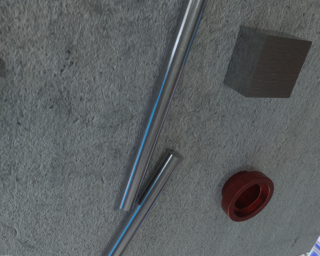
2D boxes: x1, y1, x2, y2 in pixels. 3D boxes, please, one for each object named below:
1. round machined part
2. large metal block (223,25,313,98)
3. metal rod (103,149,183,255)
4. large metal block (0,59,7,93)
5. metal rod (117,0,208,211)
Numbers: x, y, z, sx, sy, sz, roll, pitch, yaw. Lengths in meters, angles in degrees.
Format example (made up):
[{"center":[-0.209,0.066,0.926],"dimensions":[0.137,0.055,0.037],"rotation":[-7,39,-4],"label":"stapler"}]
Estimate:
[{"center":[0.150,0.116,0.553],"dimensions":[0.099,0.042,0.097],"rotation":[-14,125,-21],"label":"round machined part"},{"center":[0.143,-0.087,0.417],"dimensions":[0.081,0.050,0.079],"rotation":[-2,119,-28],"label":"large metal block"},{"center":[-0.051,0.162,0.480],"dimensions":[0.025,0.025,0.298],"rotation":[20,108,-36],"label":"metal rod"},{"center":[-0.191,-0.031,0.268],"dimensions":[0.081,0.050,0.080],"rotation":[18,109,-36],"label":"large metal block"},{"center":[-0.004,-0.018,0.394],"dimensions":[0.025,0.025,0.298],"rotation":[5,116,-31],"label":"metal rod"}]
